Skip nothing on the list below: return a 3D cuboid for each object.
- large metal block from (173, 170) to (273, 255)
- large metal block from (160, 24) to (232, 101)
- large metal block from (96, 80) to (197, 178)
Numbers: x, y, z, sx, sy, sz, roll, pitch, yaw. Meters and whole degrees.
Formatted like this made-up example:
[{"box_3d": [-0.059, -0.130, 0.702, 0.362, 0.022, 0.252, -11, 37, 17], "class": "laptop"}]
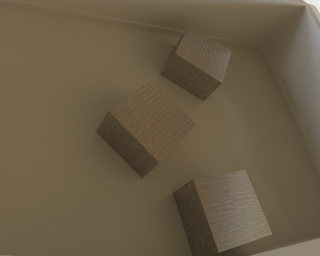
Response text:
[{"box_3d": [0.072, 0.101, 0.369, 0.081, 0.050, 0.080, -4, 64, -30], "class": "large metal block"}, {"box_3d": [0.058, -0.102, 0.485, 0.080, 0.050, 0.080, 30, 52, -9], "class": "large metal block"}, {"box_3d": [-0.016, 0.000, 0.382, 0.080, 0.050, 0.080, 45, 51, 3], "class": "large metal block"}]
